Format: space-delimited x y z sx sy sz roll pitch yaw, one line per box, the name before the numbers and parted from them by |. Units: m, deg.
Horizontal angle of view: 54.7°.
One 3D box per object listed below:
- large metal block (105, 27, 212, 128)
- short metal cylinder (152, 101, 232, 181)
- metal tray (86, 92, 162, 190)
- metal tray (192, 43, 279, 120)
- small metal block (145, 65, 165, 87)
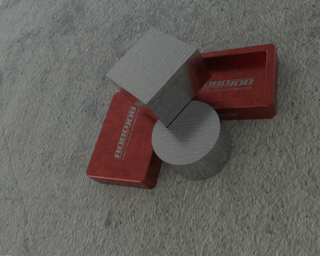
large metal block | -0.002 -0.061 0.361 0.080 0.050 0.080 -48 51 -6
short metal cylinder | 0.038 0.015 0.360 0.080 0.050 0.080 -13 56 21
metal tray | -0.036 0.012 0.415 0.090 0.030 0.130 1 62 28
metal tray | 0.079 -0.055 0.394 0.130 0.030 0.090 -1 61 27
small metal block | -0.006 -0.061 0.430 0.050 0.050 0.025 1 62 28
